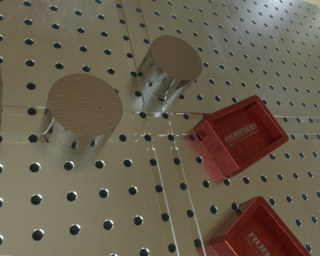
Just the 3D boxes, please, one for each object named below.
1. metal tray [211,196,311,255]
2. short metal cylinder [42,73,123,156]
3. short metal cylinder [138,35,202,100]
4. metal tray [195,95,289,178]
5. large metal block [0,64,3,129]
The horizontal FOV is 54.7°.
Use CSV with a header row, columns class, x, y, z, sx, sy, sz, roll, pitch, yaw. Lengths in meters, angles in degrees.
class,x,y,z,sx,sy,sz,roll,pitch,yaw
metal tray,0.135,0.161,0.378,0.091,0.030,0.130,-32,80,-38
short metal cylinder,-0.089,-0.015,0.353,0.081,0.050,0.080,14,56,-21
short metal cylinder,0.014,-0.088,0.453,0.081,0.050,0.080,14,56,-21
metal tray,0.126,0.008,0.467,0.131,0.030,0.090,-22,74,-36
large metal block,-0.196,-0.037,0.290,0.081,0.080,0.050,-5,64,-30
